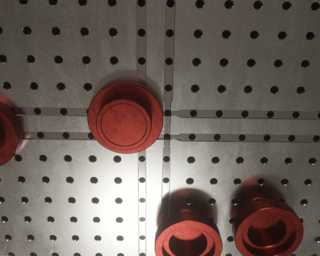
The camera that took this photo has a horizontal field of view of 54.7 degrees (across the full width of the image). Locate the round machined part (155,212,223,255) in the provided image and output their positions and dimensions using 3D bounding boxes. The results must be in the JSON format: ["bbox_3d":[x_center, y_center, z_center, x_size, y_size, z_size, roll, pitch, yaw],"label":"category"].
[{"bbox_3d":[0.041,0.167,0.467,0.099,0.042,0.097,0,110,-1],"label":"round machined part"}]

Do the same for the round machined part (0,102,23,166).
[{"bbox_3d":[-0.237,0.011,0.405,0.099,0.042,0.097,0,110,-1],"label":"round machined part"}]

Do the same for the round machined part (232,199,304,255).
[{"bbox_3d":[0.156,0.147,0.461,0.099,0.042,0.097,0,110,-1],"label":"round machined part"}]

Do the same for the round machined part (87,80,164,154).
[{"bbox_3d":[-0.044,-0.010,0.400,0.099,0.042,0.097,0,110,-1],"label":"round machined part"}]
